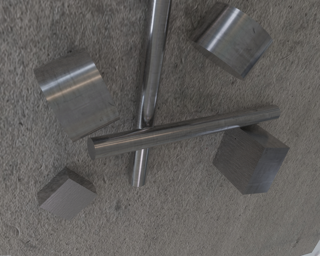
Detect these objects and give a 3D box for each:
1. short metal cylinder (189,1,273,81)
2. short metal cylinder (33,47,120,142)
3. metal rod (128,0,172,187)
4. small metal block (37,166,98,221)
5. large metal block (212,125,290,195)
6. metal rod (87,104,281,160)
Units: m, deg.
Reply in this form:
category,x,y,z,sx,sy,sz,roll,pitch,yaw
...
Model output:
category,x,y,z,sx,sy,sz,roll,pitch,yaw
short metal cylinder,0.080,-0.098,0.354,0.080,0.080,0.050,28,103,-38
short metal cylinder,-0.081,-0.032,0.307,0.050,0.080,0.080,-28,128,-11
metal rod,-0.012,-0.055,0.366,0.025,0.025,0.298,-6,121,-26
small metal block,-0.118,0.085,0.395,0.050,0.025,0.050,-44,130,2
large metal block,0.134,0.043,0.471,0.050,0.080,0.079,2,117,-30
metal rod,0.053,-0.001,0.412,0.303,0.025,0.025,-11,123,-31
